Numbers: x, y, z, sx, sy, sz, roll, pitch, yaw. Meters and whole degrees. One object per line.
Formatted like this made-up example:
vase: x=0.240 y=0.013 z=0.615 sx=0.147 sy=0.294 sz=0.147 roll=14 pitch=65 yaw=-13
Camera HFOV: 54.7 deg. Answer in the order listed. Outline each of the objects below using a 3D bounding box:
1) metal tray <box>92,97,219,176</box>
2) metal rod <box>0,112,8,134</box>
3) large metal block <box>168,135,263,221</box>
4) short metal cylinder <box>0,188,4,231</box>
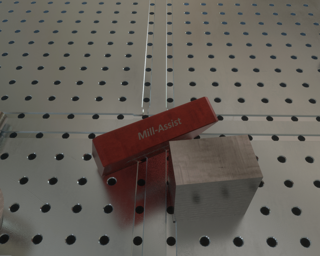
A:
metal tray: x=-0.009 y=0.012 z=0.352 sx=0.131 sy=0.090 sz=0.030 roll=-21 pitch=81 yaw=-17
metal rod: x=-0.232 y=0.098 z=0.323 sx=0.025 sy=0.025 sz=0.300 roll=4 pitch=50 yaw=3
large metal block: x=0.052 y=0.054 z=0.326 sx=0.081 sy=0.080 sz=0.050 roll=-5 pitch=50 yaw=-4
short metal cylinder: x=-0.197 y=0.086 z=0.299 sx=0.081 sy=0.050 sz=0.080 roll=15 pitch=50 yaw=-19
